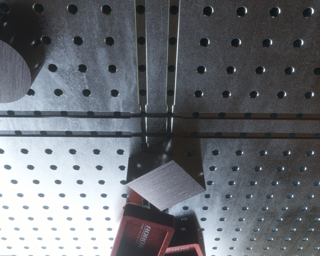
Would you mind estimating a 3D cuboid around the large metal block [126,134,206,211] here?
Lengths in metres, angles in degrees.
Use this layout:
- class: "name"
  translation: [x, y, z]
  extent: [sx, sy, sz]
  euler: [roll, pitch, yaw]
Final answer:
- class: "large metal block"
  translation: [0.009, 0.067, 0.453]
  extent: [0.080, 0.050, 0.080]
  euler: [-30, 124, 23]

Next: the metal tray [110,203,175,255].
- class: "metal tray"
  translation: [-0.034, 0.203, 0.554]
  extent: [0.091, 0.030, 0.129]
  euler: [16, 116, -4]

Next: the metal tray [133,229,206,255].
- class: "metal tray"
  translation: [0.020, 0.248, 0.619]
  extent: [0.131, 0.030, 0.090]
  euler: [-13, 129, 10]

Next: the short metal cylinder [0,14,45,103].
- class: "short metal cylinder"
  translation: [-0.172, -0.073, 0.331]
  extent: [0.081, 0.050, 0.079]
  euler: [0, 130, 0]
